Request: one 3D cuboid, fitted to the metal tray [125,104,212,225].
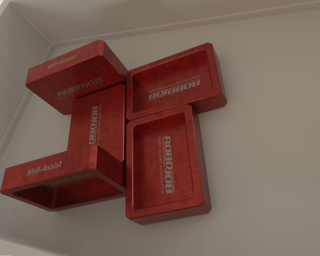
[{"bbox_3d":[0.006,0.042,0.371,0.090,0.030,0.130,-16,55,18],"label":"metal tray"}]

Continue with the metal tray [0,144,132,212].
[{"bbox_3d":[-0.109,0.065,0.376,0.130,0.090,0.030,-16,56,19],"label":"metal tray"}]

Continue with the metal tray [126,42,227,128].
[{"bbox_3d":[0.018,-0.056,0.424,0.130,0.030,0.090,-16,55,18],"label":"metal tray"}]

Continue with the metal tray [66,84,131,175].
[{"bbox_3d":[-0.083,0.007,0.436,0.090,0.030,0.130,-16,55,18],"label":"metal tray"}]

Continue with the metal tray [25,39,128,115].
[{"bbox_3d":[-0.118,-0.070,0.462,0.130,0.090,0.030,-17,55,18],"label":"metal tray"}]
